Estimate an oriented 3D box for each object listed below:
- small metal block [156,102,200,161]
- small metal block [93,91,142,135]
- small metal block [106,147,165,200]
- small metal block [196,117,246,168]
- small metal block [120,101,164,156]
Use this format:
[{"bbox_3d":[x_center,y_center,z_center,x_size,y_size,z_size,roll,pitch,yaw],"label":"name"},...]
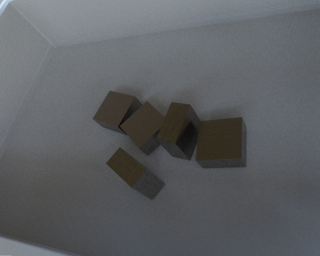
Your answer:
[{"bbox_3d":[0.025,0.005,0.370,0.025,0.050,0.050,10,67,31],"label":"small metal block"},{"bbox_3d":[-0.060,-0.022,0.446,0.050,0.025,0.050,16,70,34],"label":"small metal block"},{"bbox_3d":[-0.028,0.054,0.367,0.050,0.050,0.025,35,82,37],"label":"small metal block"},{"bbox_3d":[0.071,0.018,0.354,0.050,0.025,0.050,-5,59,25],"label":"small metal block"},{"bbox_3d":[-0.017,0.000,0.410,0.050,0.025,0.050,-43,51,-2],"label":"small metal block"}]
